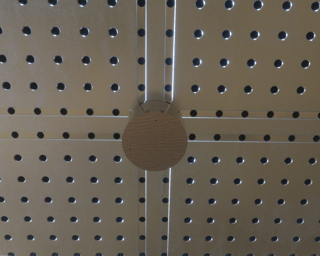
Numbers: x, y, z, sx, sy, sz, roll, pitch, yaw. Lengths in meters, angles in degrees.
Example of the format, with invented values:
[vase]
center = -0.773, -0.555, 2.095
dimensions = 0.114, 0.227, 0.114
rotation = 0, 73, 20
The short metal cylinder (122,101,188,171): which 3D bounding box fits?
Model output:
[short metal cylinder]
center = -0.006, 0.009, 0.403
dimensions = 0.081, 0.050, 0.079
rotation = 0, 110, -1
